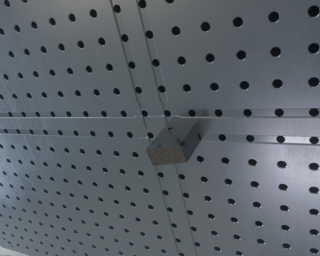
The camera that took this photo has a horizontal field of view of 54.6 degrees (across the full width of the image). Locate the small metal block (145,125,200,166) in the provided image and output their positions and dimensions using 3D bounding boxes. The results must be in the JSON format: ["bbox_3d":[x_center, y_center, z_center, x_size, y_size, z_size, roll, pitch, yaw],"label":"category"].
[{"bbox_3d":[0.018,0.022,0.400,0.050,0.050,0.025,-10,113,32],"label":"small metal block"}]
